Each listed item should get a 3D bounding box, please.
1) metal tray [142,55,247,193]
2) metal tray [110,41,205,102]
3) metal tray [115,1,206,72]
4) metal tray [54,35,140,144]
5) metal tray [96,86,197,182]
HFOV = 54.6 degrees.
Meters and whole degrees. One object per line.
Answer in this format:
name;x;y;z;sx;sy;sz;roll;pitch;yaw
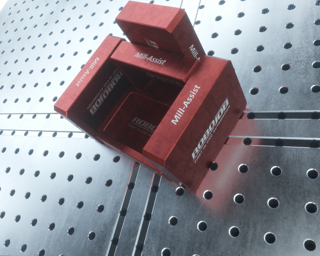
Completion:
metal tray;0.045;-0.003;0.344;0.030;0.090;0.130;24;75;36
metal tray;0.007;-0.062;0.401;0.130;0.090;0.030;24;76;36
metal tray;0.012;-0.097;0.394;0.090;0.130;0.030;25;76;36
metal tray;-0.076;-0.053;0.439;0.030;0.090;0.130;24;75;36
metal tray;-0.013;0.002;0.411;0.130;0.030;0.090;24;75;36
